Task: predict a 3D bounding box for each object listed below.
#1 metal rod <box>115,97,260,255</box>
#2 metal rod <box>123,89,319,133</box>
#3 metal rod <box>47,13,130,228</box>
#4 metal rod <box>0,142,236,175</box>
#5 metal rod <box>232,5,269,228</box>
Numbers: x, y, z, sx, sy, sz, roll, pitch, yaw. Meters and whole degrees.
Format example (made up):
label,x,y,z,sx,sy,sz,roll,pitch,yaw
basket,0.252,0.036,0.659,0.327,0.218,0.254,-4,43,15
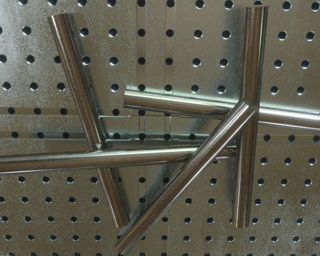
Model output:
label,x,y,z,sx,sy,sz,roll,pitch,yaw
metal rod,0.022,0.080,0.414,0.025,0.025,0.298,31,118,-11
metal rod,0.104,-0.020,0.407,0.302,0.025,0.025,7,110,-3
metal rod,-0.088,0.004,0.413,0.025,0.025,0.298,-12,110,4
metal rod,-0.048,0.038,0.404,0.302,0.025,0.025,-3,111,-9
metal rod,0.110,0.005,0.390,0.025,0.025,0.298,-3,116,1
